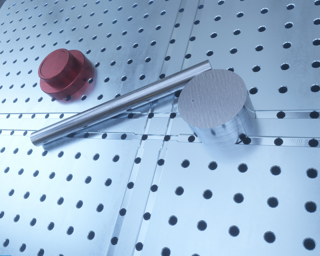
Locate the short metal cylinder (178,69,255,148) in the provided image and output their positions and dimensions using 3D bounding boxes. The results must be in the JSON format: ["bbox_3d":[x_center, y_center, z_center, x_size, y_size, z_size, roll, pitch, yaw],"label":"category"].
[{"bbox_3d":[0.068,-0.023,0.371,0.080,0.050,0.080,-13,56,21],"label":"short metal cylinder"}]

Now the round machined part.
[{"bbox_3d":[-0.176,-0.102,0.553,0.098,0.042,0.098,-13,56,21],"label":"round machined part"}]

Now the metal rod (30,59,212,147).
[{"bbox_3d":[-0.065,-0.032,0.461,0.301,0.025,0.025,-20,54,16],"label":"metal rod"}]
